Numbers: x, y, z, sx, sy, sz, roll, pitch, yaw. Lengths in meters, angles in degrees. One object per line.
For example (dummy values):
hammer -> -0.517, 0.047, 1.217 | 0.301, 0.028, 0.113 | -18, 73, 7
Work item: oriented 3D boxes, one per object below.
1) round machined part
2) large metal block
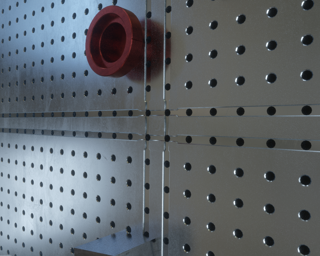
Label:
round machined part -> -0.060, -0.121, 0.445 | 0.098, 0.042, 0.097 | 0, 90, 39
large metal block -> -0.056, 0.180, 0.418 | 0.080, 0.081, 0.050 | -9, 84, 39
